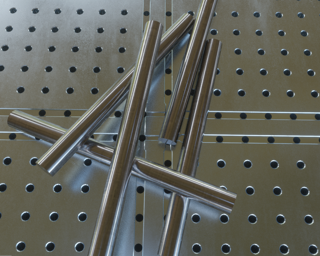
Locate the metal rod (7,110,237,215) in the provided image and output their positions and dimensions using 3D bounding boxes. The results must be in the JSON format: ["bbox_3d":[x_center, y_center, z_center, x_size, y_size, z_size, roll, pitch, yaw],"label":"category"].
[{"bbox_3d":[-0.056,0.036,0.380,0.301,0.025,0.025,19,71,13],"label":"metal rod"}]

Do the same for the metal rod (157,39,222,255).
[{"bbox_3d":[0.044,0.012,0.407,0.025,0.025,0.299,13,70,4],"label":"metal rod"}]

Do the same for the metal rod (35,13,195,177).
[{"bbox_3d":[-0.043,-0.059,0.409,0.025,0.025,0.301,34,64,11],"label":"metal rod"}]

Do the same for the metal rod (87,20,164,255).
[{"bbox_3d":[-0.035,0.001,0.364,0.025,0.025,0.299,10,69,3],"label":"metal rod"}]

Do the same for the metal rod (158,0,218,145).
[{"bbox_3d":[0.052,-0.119,0.448,0.025,0.025,0.299,16,73,5],"label":"metal rod"}]
